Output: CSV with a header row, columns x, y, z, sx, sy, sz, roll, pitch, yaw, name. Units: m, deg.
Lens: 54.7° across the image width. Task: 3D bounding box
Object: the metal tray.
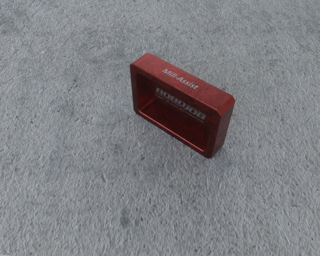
x,y,z,sx,sy,sz,roll,pitch,yaw,name
0.023,-0.028,0.386,0.130,0.089,0.030,32,57,24,metal tray
